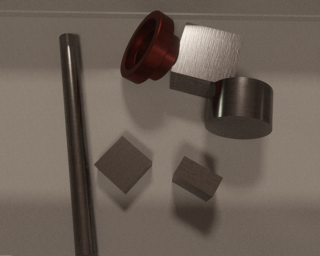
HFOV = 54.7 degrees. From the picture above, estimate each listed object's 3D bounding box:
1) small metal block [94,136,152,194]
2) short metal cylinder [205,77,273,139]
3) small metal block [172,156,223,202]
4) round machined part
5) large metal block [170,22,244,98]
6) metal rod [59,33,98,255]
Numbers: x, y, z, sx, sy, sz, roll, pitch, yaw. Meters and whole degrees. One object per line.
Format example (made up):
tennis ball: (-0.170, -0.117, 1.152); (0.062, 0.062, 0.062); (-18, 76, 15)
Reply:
small metal block: (-0.046, 0.047, 0.392); (0.050, 0.025, 0.050); (40, 74, 13)
short metal cylinder: (0.100, -0.022, 0.390); (0.080, 0.080, 0.050); (8, 70, 2)
small metal block: (0.043, 0.063, 0.374); (0.050, 0.050, 0.025); (30, 73, 10)
round machined part: (-0.010, -0.103, 0.418); (0.042, 0.098, 0.098); (25, 68, -28)
large metal block: (0.064, -0.090, 0.430); (0.080, 0.050, 0.080); (15, 71, 5)
metal rod: (-0.110, 0.007, 0.405); (0.025, 0.025, 0.299); (-9, 70, -4)
